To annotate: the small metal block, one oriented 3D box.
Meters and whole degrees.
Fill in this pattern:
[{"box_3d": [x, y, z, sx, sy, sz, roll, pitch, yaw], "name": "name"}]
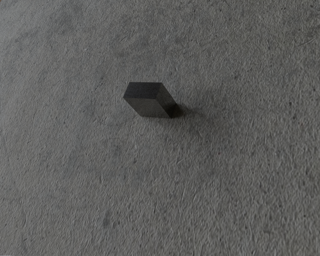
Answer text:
[{"box_3d": [-0.013, -0.037, 0.417, 0.050, 0.050, 0.025, 6, 65, 30], "name": "small metal block"}]
